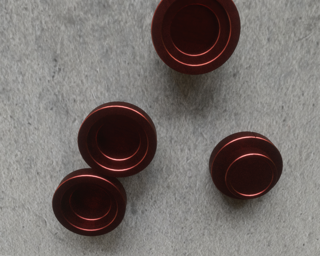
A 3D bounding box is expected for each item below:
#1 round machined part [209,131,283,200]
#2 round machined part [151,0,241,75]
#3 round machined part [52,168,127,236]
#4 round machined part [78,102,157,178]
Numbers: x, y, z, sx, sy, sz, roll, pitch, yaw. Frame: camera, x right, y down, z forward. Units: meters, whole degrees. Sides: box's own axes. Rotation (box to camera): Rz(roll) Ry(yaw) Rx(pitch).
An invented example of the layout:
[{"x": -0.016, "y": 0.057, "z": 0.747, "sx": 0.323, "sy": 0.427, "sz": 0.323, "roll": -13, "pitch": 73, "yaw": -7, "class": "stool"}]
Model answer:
[{"x": 0.119, "y": 0.057, "z": 0.424, "sx": 0.099, "sy": 0.042, "sz": 0.097, "roll": 0, "pitch": 110, "yaw": -1, "class": "round machined part"}, {"x": 0.039, "y": -0.114, "z": 0.359, "sx": 0.099, "sy": 0.042, "sz": 0.097, "roll": 0, "pitch": 110, "yaw": -1, "class": "round machined part"}, {"x": -0.096, "y": 0.099, "z": 0.436, "sx": 0.099, "sy": 0.042, "sz": 0.097, "roll": 0, "pitch": 110, "yaw": -1, "class": "round machined part"}, {"x": -0.053, "y": 0.012, "z": 0.404, "sx": 0.099, "sy": 0.042, "sz": 0.097, "roll": 0, "pitch": 110, "yaw": -1, "class": "round machined part"}]
